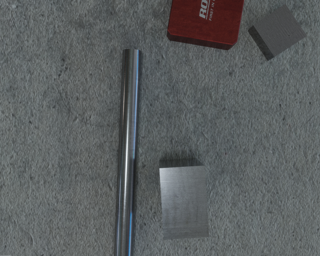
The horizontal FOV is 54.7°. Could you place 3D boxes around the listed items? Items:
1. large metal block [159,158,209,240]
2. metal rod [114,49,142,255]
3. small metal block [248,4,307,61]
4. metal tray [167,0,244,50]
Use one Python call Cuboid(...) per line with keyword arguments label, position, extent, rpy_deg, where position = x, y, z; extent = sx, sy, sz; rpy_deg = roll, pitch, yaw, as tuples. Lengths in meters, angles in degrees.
Cuboid(label="large metal block", position=(0.027, 0.083, 0.383), extent=(0.050, 0.080, 0.079), rpy_deg=(-4, 90, 0))
Cuboid(label="metal rod", position=(-0.043, 0.047, 0.409), extent=(0.025, 0.025, 0.298), rpy_deg=(2, 90, -1))
Cuboid(label="small metal block", position=(0.155, -0.126, 0.412), extent=(0.050, 0.025, 0.050), rpy_deg=(-34, 90, 0))
Cuboid(label="metal tray", position=(0.064, -0.176, 0.408), extent=(0.091, 0.030, 0.129), rpy_deg=(10, 90, -1))
